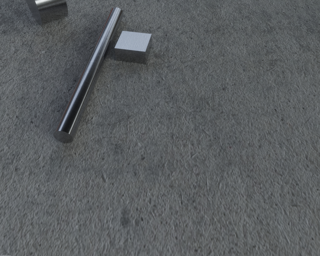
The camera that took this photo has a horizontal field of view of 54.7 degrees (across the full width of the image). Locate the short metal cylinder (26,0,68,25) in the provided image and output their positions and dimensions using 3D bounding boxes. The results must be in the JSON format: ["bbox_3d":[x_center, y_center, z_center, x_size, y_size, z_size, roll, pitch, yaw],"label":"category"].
[{"bbox_3d":[-0.209,-0.234,0.561,0.050,0.080,0.080,-28,56,-22],"label":"short metal cylinder"}]

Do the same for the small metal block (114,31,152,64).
[{"bbox_3d":[-0.043,-0.135,0.516,0.050,0.025,0.050,8,50,6],"label":"small metal block"}]

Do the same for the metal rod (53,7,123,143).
[{"bbox_3d":[-0.102,-0.102,0.487,0.025,0.025,0.300,6,50,5],"label":"metal rod"}]
